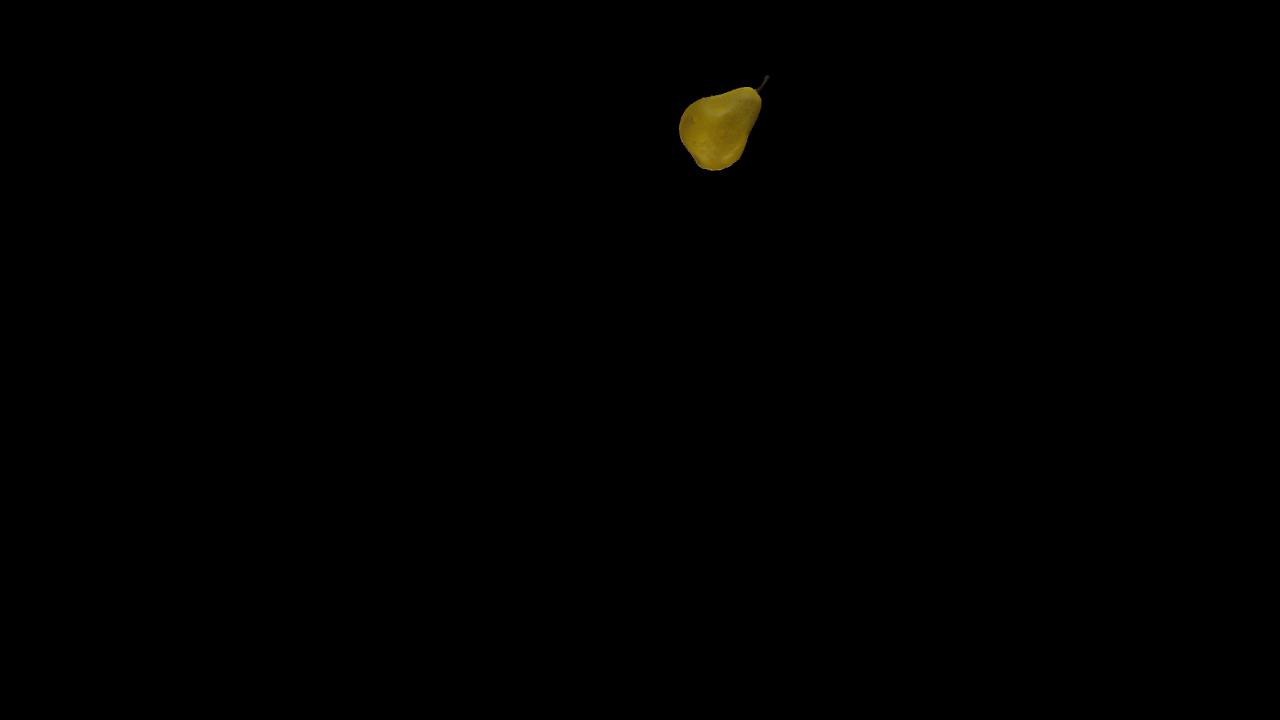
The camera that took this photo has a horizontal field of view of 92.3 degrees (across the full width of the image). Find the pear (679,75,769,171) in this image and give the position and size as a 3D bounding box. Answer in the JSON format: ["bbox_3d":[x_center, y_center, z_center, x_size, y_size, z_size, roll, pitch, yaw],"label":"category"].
[{"bbox_3d":[0.100,-0.263,0.676,0.111,0.080,0.080,-32,-10,16],"label":"pear"}]
